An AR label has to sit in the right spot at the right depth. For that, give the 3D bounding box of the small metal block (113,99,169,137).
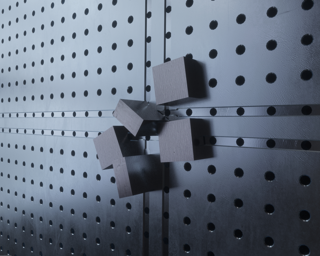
[{"bbox_3d":[-0.025,-0.014,0.412,0.050,0.050,0.025,41,115,32],"label":"small metal block"}]

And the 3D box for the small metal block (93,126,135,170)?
[{"bbox_3d":[-0.069,0.030,0.464,0.050,0.025,0.050,-31,71,35],"label":"small metal block"}]

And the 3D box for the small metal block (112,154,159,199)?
[{"bbox_3d":[-0.033,0.064,0.418,0.025,0.050,0.050,-21,77,38],"label":"small metal block"}]

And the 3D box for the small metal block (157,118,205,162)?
[{"bbox_3d":[0.026,0.016,0.386,0.050,0.025,0.050,-9,85,39],"label":"small metal block"}]

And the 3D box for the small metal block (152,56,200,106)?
[{"bbox_3d":[0.020,-0.057,0.391,0.050,0.025,0.050,-11,83,39],"label":"small metal block"}]
